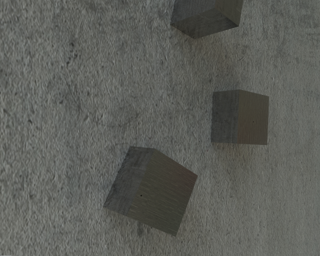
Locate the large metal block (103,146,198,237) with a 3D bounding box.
[{"bbox_3d":[-0.009,0.077,0.380,0.080,0.050,0.080,35,68,-34],"label":"large metal block"}]

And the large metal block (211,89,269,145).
[{"bbox_3d":[0.129,-0.015,0.496,0.081,0.050,0.080,5,87,-40],"label":"large metal block"}]

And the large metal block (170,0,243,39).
[{"bbox_3d":[0.066,-0.177,0.423,0.050,0.080,0.080,18,79,-39],"label":"large metal block"}]
